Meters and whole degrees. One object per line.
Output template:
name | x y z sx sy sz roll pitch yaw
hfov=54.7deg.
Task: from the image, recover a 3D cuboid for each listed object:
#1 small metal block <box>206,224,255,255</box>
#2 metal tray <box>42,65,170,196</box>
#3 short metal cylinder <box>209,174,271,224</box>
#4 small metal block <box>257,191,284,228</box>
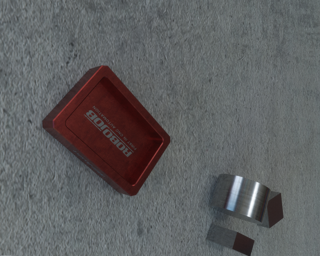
small metal block | 0.109 0.174 0.480 0.050 0.050 0.025 34 69 -35
metal tray | -0.054 0.005 0.356 0.130 0.030 0.090 49 61 -29
short metal cylinder | 0.121 0.108 0.471 0.080 0.080 0.050 32 70 -36
small metal block | 0.203 0.150 0.575 0.050 0.025 0.050 -15 100 -39
